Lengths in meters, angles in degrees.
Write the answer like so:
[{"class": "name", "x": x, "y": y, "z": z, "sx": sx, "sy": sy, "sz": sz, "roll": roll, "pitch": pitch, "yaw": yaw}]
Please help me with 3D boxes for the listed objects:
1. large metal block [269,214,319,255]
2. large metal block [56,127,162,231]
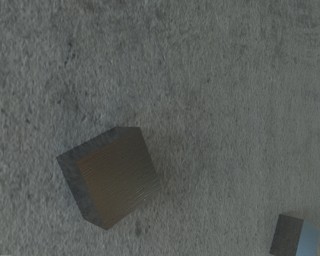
[{"class": "large metal block", "x": 0.271, "y": 0.229, "z": 0.621, "sx": 0.080, "sy": 0.050, "sz": 0.080, "roll": 35, "pitch": 68, "yaw": -35}, {"class": "large metal block", "x": -0.054, "y": 0.051, "z": 0.345, "sx": 0.081, "sy": 0.050, "sz": 0.080, "roll": -30, "pitch": 109, "yaw": -36}]
